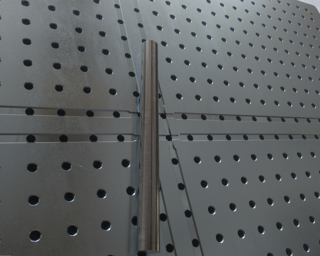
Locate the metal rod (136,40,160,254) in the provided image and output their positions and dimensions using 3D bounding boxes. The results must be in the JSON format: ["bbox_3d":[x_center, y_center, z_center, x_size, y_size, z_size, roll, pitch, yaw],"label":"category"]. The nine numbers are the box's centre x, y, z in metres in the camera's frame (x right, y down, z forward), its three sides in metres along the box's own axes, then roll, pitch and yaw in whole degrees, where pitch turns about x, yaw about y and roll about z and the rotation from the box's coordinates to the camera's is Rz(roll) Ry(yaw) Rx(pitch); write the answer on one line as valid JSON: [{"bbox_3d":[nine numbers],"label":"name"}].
[{"bbox_3d":[-0.014,0.001,0.400,0.025,0.025,0.299,13,56,-22],"label":"metal rod"}]
